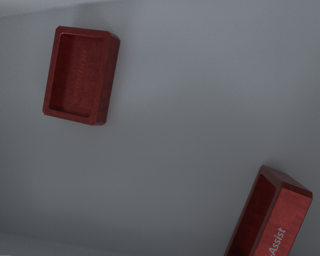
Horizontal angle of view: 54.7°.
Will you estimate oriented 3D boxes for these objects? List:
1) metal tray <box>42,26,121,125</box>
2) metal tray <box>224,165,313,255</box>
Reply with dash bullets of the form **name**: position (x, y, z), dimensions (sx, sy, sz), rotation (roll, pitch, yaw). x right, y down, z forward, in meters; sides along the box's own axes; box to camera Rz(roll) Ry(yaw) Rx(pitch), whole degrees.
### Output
- **metal tray**: position (-0.114, -0.075, 0.446), dimensions (0.090, 0.030, 0.129), rotation (12, 94, 19)
- **metal tray**: position (0.109, 0.112, 0.333), dimensions (0.030, 0.090, 0.129), rotation (21, 96, 4)
